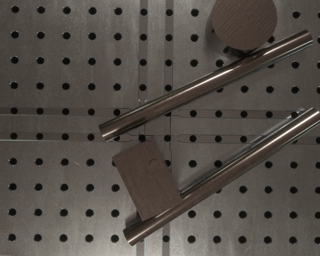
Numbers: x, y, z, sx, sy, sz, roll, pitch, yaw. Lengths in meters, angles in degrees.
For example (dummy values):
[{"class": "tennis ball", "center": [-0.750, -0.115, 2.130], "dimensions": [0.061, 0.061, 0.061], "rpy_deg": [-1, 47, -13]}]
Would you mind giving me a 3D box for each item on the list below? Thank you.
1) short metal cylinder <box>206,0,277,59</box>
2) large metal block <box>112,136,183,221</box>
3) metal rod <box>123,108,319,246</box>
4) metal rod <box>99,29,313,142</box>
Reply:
[{"class": "short metal cylinder", "center": [0.103, -0.135, 0.402], "dimensions": [0.081, 0.050, 0.079], "rpy_deg": [0, 90, -1]}, {"class": "large metal block", "center": [-0.014, 0.058, 0.386], "dimensions": [0.050, 0.080, 0.080], "rpy_deg": [-26, 90, 0]}, {"class": "metal rod", "center": [0.084, 0.065, 0.414], "dimensions": [0.301, 0.025, 0.025], "rpy_deg": [-33, 90, -1]}, {"class": "metal rod", "center": [0.061, -0.057, 0.414], "dimensions": [0.301, 0.025, 0.025], "rpy_deg": [-25, 90, -1]}]
